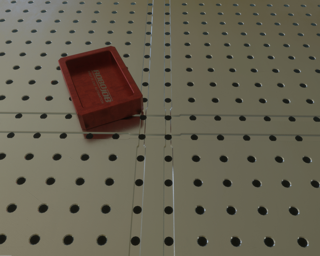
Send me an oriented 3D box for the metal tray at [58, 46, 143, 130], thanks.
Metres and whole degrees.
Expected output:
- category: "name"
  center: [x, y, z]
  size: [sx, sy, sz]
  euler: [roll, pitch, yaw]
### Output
- category: "metal tray"
  center: [-0.089, -0.064, 0.457]
  size: [0.091, 0.030, 0.130]
  euler: [-18, 53, -15]
